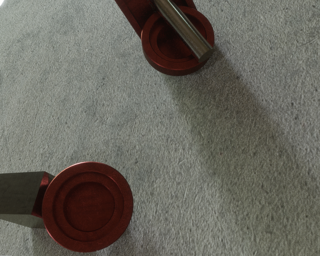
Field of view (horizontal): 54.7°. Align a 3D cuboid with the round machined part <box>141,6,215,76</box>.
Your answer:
[{"bbox_3d":[0.024,-0.117,0.435,0.099,0.042,0.098,0,75,1],"label":"round machined part"}]

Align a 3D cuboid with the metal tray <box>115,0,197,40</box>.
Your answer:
[{"bbox_3d":[-0.002,-0.170,0.439,0.090,0.130,0.030,-33,42,7],"label":"metal tray"}]

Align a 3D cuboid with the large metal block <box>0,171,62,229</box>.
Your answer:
[{"bbox_3d":[-0.155,0.094,0.392,0.080,0.080,0.050,-6,59,25],"label":"large metal block"}]

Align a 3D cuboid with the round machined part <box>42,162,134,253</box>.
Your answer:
[{"bbox_3d":[-0.081,0.091,0.360,0.099,0.042,0.098,3,71,-8],"label":"round machined part"}]

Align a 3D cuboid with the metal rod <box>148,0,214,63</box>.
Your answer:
[{"bbox_3d":[-0.027,-0.210,0.427,0.025,0.025,0.299,-37,78,4],"label":"metal rod"}]
